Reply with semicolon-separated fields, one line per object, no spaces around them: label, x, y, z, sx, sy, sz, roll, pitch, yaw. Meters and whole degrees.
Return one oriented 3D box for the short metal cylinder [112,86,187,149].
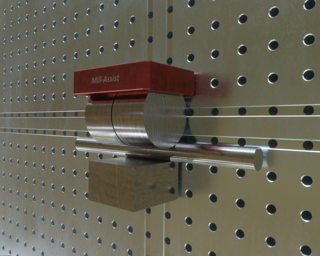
short metal cylinder;-0.011;-0.016;0.379;0.050;0.081;0.079;2;92;40

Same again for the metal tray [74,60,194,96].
metal tray;-0.034;-0.056;0.390;0.130;0.091;0.030;2;91;40

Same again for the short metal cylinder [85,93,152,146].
short metal cylinder;-0.051;-0.016;0.412;0.050;0.081;0.079;1;91;40

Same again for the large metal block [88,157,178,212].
large metal block;-0.033;0.067;0.395;0.080;0.081;0.050;1;91;40

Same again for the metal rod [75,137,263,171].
metal rod;-0.014;0.029;0.415;0.300;0.025;0.025;2;91;40
